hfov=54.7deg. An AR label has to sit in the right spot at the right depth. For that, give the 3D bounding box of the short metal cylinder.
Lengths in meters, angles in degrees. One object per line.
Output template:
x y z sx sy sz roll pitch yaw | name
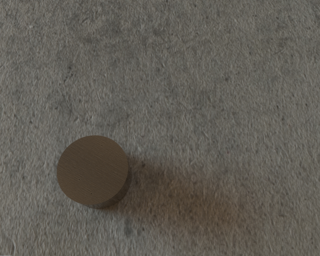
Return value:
-0.076 0.054 0.374 0.081 0.050 0.080 0 70 -1 | short metal cylinder
